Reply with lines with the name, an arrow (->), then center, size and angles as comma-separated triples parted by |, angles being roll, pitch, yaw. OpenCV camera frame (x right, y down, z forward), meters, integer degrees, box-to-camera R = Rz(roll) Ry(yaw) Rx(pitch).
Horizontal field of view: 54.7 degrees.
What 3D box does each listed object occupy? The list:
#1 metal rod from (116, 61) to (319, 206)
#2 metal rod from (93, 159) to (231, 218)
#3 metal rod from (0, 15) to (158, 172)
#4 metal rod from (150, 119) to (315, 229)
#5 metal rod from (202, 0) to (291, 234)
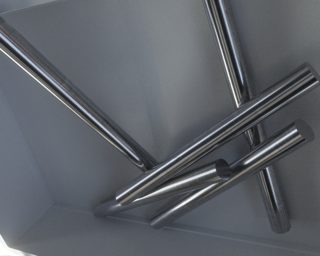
metal rod -> 0.042, 0.026, 0.363 | 0.025, 0.025, 0.299 | 48, 126, -6
metal rod -> -0.019, 0.098, 0.453 | 0.025, 0.025, 0.299 | 51, 136, -8
metal rod -> -0.079, -0.014, 0.364 | 0.025, 0.025, 0.300 | -14, 136, 34
metal rod -> 0.066, 0.078, 0.399 | 0.025, 0.025, 0.298 | 42, 136, -1
metal rod -> 0.105, -0.001, 0.352 | 0.025, 0.025, 0.299 | -9, 114, 32
